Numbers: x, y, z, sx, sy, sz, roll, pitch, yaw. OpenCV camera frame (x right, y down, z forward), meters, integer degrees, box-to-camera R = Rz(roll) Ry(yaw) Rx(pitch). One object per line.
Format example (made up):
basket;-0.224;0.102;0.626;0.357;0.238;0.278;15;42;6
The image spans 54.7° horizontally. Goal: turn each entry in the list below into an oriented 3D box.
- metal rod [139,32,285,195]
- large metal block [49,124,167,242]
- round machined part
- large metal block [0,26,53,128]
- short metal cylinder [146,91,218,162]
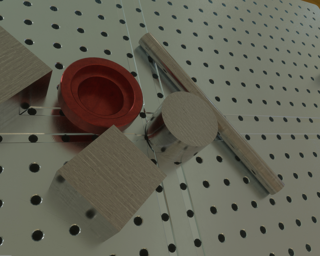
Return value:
metal rod;0.073;-0.025;0.462;0.025;0.025;0.300;-35;81;-38
large metal block;-0.054;0.057;0.328;0.080;0.050;0.080;44;51;2
round machined part;-0.074;-0.034;0.378;0.099;0.042;0.098;14;57;-22
large metal block;-0.178;-0.054;0.329;0.080;0.050;0.080;41;51;-1
short metal cylinder;0.028;-0.001;0.408;0.081;0.050;0.080;13;56;-20
